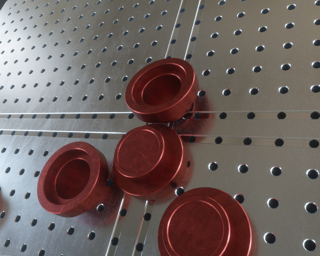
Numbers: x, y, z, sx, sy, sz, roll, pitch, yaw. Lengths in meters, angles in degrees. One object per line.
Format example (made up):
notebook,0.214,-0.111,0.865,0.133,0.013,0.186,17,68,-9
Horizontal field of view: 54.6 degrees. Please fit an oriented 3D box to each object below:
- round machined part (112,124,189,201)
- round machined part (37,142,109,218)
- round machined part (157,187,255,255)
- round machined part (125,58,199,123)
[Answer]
round machined part,-0.018,0.036,0.385,0.098,0.042,0.098,-13,56,21
round machined part,-0.110,0.071,0.413,0.098,0.042,0.098,-13,56,21
round machined part,0.041,0.106,0.311,0.098,0.042,0.098,-13,56,21
round machined part,0.006,-0.045,0.418,0.098,0.042,0.098,-14,49,17
